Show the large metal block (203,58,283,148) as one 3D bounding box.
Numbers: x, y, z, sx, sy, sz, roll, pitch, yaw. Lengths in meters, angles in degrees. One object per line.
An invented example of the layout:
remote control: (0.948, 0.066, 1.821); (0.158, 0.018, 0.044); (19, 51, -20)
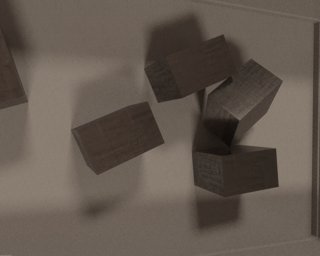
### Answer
large metal block: (0.107, -0.031, 0.415); (0.080, 0.080, 0.050); (-40, 68, -16)

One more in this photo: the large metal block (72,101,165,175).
large metal block: (-0.053, 0.009, 0.363); (0.081, 0.080, 0.050); (-25, 99, -19)

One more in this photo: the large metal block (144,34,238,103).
large metal block: (0.036, -0.073, 0.396); (0.081, 0.080, 0.050); (-25, 99, -19)

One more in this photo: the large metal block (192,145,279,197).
large metal block: (0.099, 0.054, 0.419); (0.081, 0.080, 0.050); (-5, 92, -20)

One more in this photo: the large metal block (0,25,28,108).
large metal block: (-0.176, -0.061, 0.316); (0.050, 0.080, 0.080); (-19, 97, -19)
